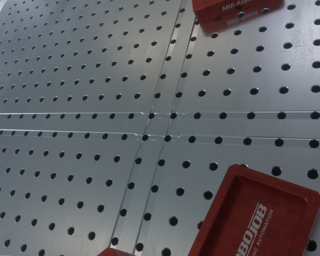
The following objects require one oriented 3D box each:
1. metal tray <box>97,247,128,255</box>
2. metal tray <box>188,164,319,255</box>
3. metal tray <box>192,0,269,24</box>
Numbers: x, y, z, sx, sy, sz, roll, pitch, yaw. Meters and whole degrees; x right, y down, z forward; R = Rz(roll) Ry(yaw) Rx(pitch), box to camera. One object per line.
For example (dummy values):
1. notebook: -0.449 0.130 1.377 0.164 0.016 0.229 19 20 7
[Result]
1. metal tray: -0.052 0.202 0.310 0.090 0.030 0.130 -39 51 2
2. metal tray: 0.086 0.108 0.293 0.090 0.030 0.130 18 71 35
3. metal tray: 0.114 -0.223 0.482 0.130 0.030 0.090 -15 56 20
